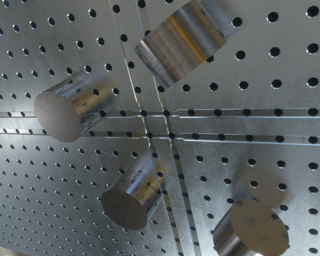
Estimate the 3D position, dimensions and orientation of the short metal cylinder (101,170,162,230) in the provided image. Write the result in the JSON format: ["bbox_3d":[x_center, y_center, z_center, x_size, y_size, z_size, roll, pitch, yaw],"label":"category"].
[{"bbox_3d":[-0.044,0.113,0.489,0.080,0.050,0.079,13,124,21],"label":"short metal cylinder"}]

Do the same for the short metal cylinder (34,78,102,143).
[{"bbox_3d":[-0.132,-0.026,0.449,0.080,0.050,0.079,13,124,21],"label":"short metal cylinder"}]

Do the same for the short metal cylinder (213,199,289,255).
[{"bbox_3d":[0.116,0.140,0.401,0.080,0.080,0.050,30,128,9],"label":"short metal cylinder"}]

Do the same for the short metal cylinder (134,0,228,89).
[{"bbox_3d":[0.021,-0.083,0.313,0.080,0.080,0.050,-32,101,38],"label":"short metal cylinder"}]
